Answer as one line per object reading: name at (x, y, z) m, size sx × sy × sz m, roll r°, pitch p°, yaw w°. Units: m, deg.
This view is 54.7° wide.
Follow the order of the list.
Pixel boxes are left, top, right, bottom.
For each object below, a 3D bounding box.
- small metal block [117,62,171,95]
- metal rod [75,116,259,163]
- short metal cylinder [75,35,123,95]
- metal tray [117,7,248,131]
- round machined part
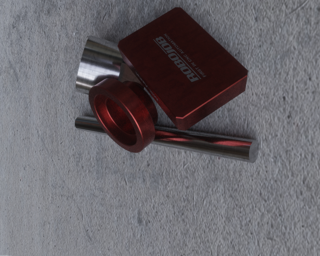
small metal block at (-0.019, -0.063, 0.404) m, size 0.050 × 0.050 × 0.025 m, roll 30°, pitch 109°, yaw 36°
metal rod at (-0.016, 0.008, 0.420) m, size 0.300 × 0.025 × 0.025 m, roll 8°, pitch 95°, yaw 39°
short metal cylinder at (-0.082, -0.082, 0.432) m, size 0.080 × 0.050 × 0.080 m, roll -164°, pitch 89°, yaw -79°
metal tray at (0.023, -0.071, 0.351) m, size 0.090 × 0.030 × 0.130 m, roll -34°, pitch 63°, yaw -7°
round machined part at (-0.041, -0.020, 0.389) m, size 0.098 × 0.042 × 0.097 m, roll 35°, pitch 148°, yaw 26°
